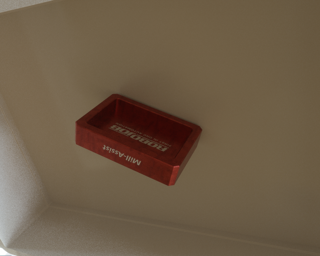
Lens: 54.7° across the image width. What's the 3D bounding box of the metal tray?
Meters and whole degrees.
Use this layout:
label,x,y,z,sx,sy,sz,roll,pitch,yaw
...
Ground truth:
label,x,y,z,sx,sy,sz,roll,pitch,yaw
metal tray,-0.024,0.009,0.379,0.130,0.090,0.030,22,127,13
